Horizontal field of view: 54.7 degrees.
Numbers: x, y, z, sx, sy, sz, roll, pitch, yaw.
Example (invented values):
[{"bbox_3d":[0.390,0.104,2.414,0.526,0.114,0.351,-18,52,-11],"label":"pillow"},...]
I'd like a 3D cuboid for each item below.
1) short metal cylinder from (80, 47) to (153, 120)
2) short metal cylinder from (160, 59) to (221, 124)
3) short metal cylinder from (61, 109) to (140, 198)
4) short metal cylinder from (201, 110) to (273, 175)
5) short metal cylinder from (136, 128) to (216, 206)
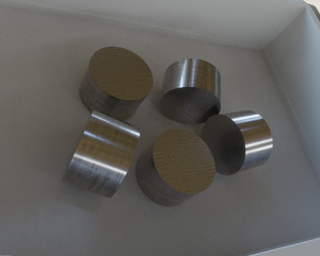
[{"bbox_3d":[-0.056,-0.055,0.392,0.081,0.050,0.080,14,56,-21],"label":"short metal cylinder"},{"bbox_3d":[0.043,-0.048,0.424,0.080,0.080,0.050,20,54,-17],"label":"short metal cylinder"},{"bbox_3d":[-0.061,0.026,0.320,0.050,0.080,0.080,24,53,-14],"label":"short metal cylinder"},{"bbox_3d":[0.100,0.018,0.413,0.050,0.080,0.080,-9,67,-33],"label":"short metal cylinder"},{"bbox_3d":[0.018,0.047,0.370,0.081,0.050,0.080,14,56,-21],"label":"short metal cylinder"}]
